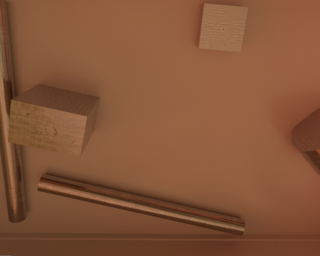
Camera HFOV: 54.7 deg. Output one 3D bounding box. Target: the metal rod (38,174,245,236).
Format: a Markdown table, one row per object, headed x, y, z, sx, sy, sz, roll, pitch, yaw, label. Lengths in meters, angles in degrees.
| x | y | z | sx | sy | sz | roll | pitch | yaw | label |
| --- | --- | --- | --- | --- | --- | --- | --- | --- | --- |
| -0.022 | 0.113 | 0.452 | 0.302 | 0.025 | 0.025 | 14 | 109 | -6 | metal rod |

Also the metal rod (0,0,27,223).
| x | y | z | sx | sy | sz | roll | pitch | yaw | label |
| --- | --- | --- | --- | --- | --- | --- | --- | --- | --- |
| -0.200 | -0.007 | 0.405 | 0.025 | 0.025 | 0.298 | 3 | 110 | -2 | metal rod |

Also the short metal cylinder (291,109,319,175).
| x | y | z | sx | sy | sz | roll | pitch | yaw | label |
| --- | --- | --- | --- | --- | --- | --- | --- | --- | --- |
| 0.217 | 0.016 | 0.391 | 0.080 | 0.080 | 0.050 | -41 | 106 | 13 | short metal cylinder |

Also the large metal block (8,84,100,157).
| x | y | z | sx | sy | sz | roll | pitch | yaw | label |
| --- | --- | --- | --- | --- | --- | --- | --- | --- | --- |
| -0.124 | -0.012 | 0.376 | 0.081 | 0.080 | 0.050 | 13 | 110 | -5 | large metal block |

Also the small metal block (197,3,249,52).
| x | y | z | sx | sy | sz | roll | pitch | yaw | label |
| --- | --- | --- | --- | --- | --- | --- | --- | --- | --- |
| 0.073 | -0.119 | 0.368 | 0.050 | 0.025 | 0.050 | 4 | 110 | -2 | small metal block |
